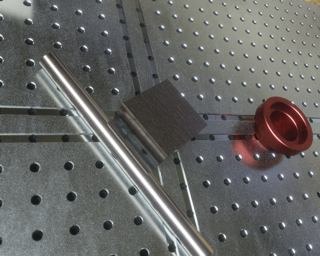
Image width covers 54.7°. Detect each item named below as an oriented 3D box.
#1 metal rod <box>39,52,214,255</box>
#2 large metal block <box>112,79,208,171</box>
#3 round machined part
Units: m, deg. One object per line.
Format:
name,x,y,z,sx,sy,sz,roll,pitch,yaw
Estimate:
metal rod,-0.044,0.030,0.365,0.025,0.025,0.300,-34,81,-38
large metal block,-0.001,-0.005,0.394,0.081,0.050,0.080,-34,81,-38
round machined part,0.193,0.001,0.501,0.099,0.042,0.098,14,56,-21
